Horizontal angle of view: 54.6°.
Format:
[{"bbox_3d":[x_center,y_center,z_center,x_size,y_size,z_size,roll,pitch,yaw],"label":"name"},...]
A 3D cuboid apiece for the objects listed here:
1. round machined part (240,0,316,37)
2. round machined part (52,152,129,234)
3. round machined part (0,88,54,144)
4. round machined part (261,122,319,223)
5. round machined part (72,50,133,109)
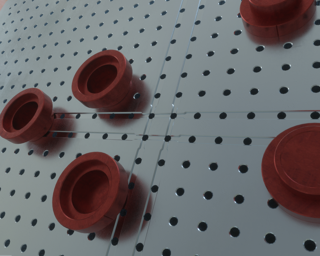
[{"bbox_3d":[0.158,-0.175,0.422,0.098,0.042,0.098,-13,56,21],"label":"round machined part"},{"bbox_3d":[-0.082,0.083,0.391,0.098,0.042,0.098,-13,56,21],"label":"round machined part"},{"bbox_3d":[-0.221,-0.016,0.525,0.098,0.042,0.098,-13,56,21],"label":"round machined part"},{"bbox_3d":[0.148,0.037,0.297,0.098,0.042,0.098,-13,56,21],"label":"round machined part"},{"bbox_3d":[-0.086,-0.072,0.488,0.098,0.042,0.098,-13,56,21],"label":"round machined part"}]
